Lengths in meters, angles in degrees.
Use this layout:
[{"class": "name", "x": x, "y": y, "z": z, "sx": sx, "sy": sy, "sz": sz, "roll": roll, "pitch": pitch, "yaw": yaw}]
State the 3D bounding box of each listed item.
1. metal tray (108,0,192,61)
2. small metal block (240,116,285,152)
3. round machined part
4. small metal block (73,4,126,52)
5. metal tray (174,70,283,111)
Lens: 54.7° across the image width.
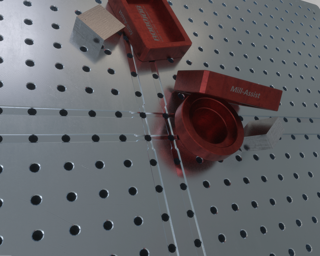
[{"class": "metal tray", "x": -0.016, "y": -0.171, "z": 0.500, "sx": 0.091, "sy": 0.030, "sz": 0.130, "roll": -15, "pitch": 70, "yaw": -34}, {"class": "small metal block", "x": 0.150, "y": 0.009, "z": 0.463, "sx": 0.050, "sy": 0.050, "sz": 0.025, "roll": -41, "pitch": 110, "yaw": -39}, {"class": "round machined part", "x": 0.064, "y": 0.001, "z": 0.431, "sx": 0.099, "sy": 0.042, "sz": 0.098, "roll": 14, "pitch": 56, "yaw": -21}, {"class": "small metal block", "x": -0.088, "y": -0.146, "z": 0.450, "sx": 0.050, "sy": 0.025, "sz": 0.050, "roll": 41, "pitch": 51, "yaw": 0}, {"class": "metal tray", "x": 0.097, "y": -0.055, "z": 0.452, "sx": 0.131, "sy": 0.090, "sz": 0.030, "roll": 10, "pitch": 96, "yaw": -23}]
